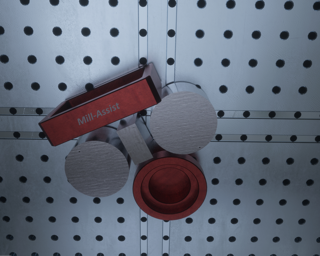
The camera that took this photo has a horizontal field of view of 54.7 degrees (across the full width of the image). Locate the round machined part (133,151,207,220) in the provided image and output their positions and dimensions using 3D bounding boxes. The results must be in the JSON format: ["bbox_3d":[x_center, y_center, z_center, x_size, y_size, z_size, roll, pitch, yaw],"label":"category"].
[{"bbox_3d":[0.013,0.075,0.428,0.099,0.042,0.097,0,110,0],"label":"round machined part"}]

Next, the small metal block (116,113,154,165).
[{"bbox_3d":[-0.030,0.012,0.399,0.025,0.050,0.050,-24,109,8],"label":"small metal block"}]

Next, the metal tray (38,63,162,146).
[{"bbox_3d":[-0.064,-0.030,0.362,0.130,0.090,0.030,-22,109,8],"label":"metal tray"}]

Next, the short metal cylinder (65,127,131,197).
[{"bbox_3d":[-0.079,0.044,0.411,0.081,0.050,0.079,0,110,0],"label":"short metal cylinder"}]

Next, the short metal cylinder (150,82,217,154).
[{"bbox_3d":[0.028,-0.013,0.391,0.081,0.050,0.079,0,110,0],"label":"short metal cylinder"}]
